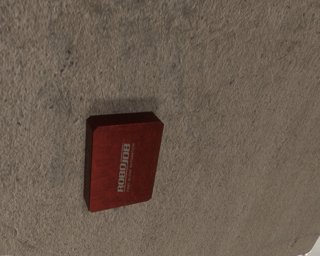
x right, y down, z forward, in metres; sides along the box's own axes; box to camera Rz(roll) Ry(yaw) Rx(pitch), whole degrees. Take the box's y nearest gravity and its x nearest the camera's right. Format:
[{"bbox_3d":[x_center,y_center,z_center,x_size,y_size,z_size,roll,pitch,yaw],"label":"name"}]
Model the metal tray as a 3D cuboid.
[{"bbox_3d":[-0.050,0.045,0.406,0.091,0.030,0.129,-6,121,-26],"label":"metal tray"}]
